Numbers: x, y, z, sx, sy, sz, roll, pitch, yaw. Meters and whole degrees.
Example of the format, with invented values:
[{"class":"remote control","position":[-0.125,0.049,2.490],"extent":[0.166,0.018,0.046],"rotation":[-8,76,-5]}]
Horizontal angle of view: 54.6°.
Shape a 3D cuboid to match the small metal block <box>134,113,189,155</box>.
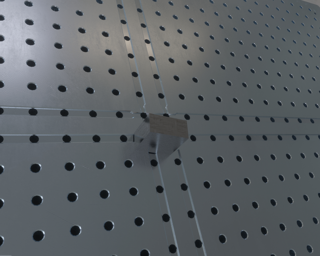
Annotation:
[{"class":"small metal block","position":[0.001,0.009,0.386],"extent":[0.050,0.050,0.025],"rotation":[10,58,-23]}]
